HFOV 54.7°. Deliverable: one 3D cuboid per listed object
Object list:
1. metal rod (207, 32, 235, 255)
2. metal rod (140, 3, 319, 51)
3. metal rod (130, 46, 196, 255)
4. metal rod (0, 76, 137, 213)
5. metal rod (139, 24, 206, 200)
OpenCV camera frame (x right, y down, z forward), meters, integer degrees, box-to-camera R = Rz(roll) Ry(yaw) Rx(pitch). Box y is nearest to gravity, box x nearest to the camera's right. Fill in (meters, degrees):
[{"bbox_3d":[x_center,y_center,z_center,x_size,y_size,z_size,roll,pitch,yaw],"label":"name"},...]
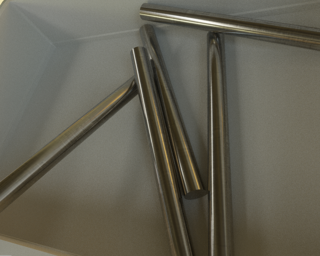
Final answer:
[{"bbox_3d":[0.069,-0.002,0.370,0.025,0.025,0.299,-9,58,23],"label":"metal rod"},{"bbox_3d":[0.104,-0.133,0.406,0.301,0.025,0.025,19,72,26],"label":"metal rod"},{"bbox_3d":[-0.002,0.017,0.377,0.025,0.025,0.299,-22,59,15],"label":"metal rod"},{"bbox_3d":[-0.105,0.010,0.375,0.025,0.025,0.301,14,44,33],"label":"metal rod"},{"bbox_3d":[0.008,-0.044,0.427,0.025,0.025,0.299,-24,53,13],"label":"metal rod"}]
